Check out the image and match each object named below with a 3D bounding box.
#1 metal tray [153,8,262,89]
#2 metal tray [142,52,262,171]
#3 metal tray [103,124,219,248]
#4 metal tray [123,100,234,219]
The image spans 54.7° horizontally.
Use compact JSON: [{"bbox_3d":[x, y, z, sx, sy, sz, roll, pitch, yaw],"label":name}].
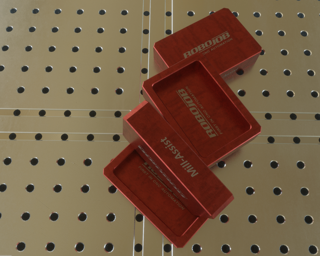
[{"bbox_3d":[0.067,-0.109,0.450,0.131,0.030,0.090,-30,73,-11],"label":"metal tray"},{"bbox_3d":[0.049,-0.021,0.385,0.090,0.030,0.130,-31,73,-11],"label":"metal tray"},{"bbox_3d":[0.006,0.069,0.383,0.130,0.030,0.090,42,75,13],"label":"metal tray"},{"bbox_3d":[0.013,0.038,0.339,0.030,0.090,0.130,-41,85,-14],"label":"metal tray"}]
